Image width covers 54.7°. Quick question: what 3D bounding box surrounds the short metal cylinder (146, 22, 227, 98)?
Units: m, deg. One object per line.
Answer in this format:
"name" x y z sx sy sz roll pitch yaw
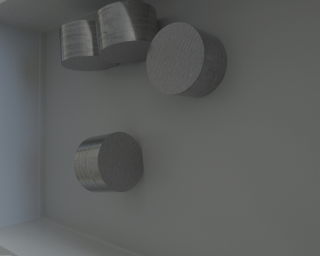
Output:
"short metal cylinder" 0.031 -0.077 0.364 0.080 0.050 0.079 0 90 39

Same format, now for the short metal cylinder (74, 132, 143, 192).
"short metal cylinder" -0.069 0.048 0.426 0.050 0.081 0.080 -10 83 39

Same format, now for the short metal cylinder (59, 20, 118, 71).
"short metal cylinder" -0.104 -0.118 0.454 0.080 0.081 0.050 -8 85 39

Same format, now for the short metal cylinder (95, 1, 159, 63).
"short metal cylinder" -0.041 -0.121 0.403 0.080 0.081 0.050 -12 82 39
